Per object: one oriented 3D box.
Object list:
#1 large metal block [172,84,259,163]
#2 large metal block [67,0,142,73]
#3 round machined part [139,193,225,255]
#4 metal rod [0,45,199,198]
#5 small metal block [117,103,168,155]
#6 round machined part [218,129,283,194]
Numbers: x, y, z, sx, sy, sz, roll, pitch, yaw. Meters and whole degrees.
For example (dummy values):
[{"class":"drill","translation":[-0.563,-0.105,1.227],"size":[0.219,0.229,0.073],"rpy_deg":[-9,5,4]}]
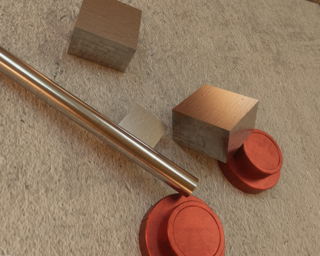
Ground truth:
[{"class":"large metal block","translation":[0.073,-0.010,0.409],"size":[0.080,0.050,0.080],"rpy_deg":[23,43,30]},{"class":"large metal block","translation":[-0.075,-0.134,0.429],"size":[0.081,0.050,0.080],"rpy_deg":[17,55,-19]},{"class":"round machined part","translation":[0.030,0.118,0.337],"size":[0.099,0.042,0.098],"rpy_deg":[14,56,-21]},{"class":"metal rod","translation":[-0.088,-0.016,0.349],"size":[0.301,0.025,0.025],"rpy_deg":[34,51,0]},{"class":"small metal block","translation":[-0.026,0.005,0.387],"size":[0.050,0.025,0.050],"rpy_deg":[39,51,-2]},{"class":"round machined part","translation":[0.133,0.040,0.440],"size":[0.099,0.042,0.098],"rpy_deg":[14,56,-21]}]
